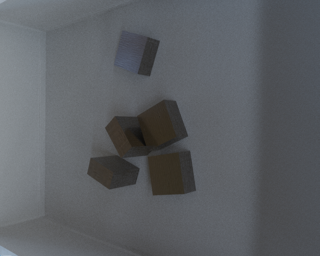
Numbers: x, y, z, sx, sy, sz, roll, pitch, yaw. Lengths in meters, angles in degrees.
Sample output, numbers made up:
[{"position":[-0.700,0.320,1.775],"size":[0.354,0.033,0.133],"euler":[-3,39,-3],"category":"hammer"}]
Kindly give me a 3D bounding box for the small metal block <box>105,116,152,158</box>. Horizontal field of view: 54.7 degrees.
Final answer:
[{"position":[-0.038,0.012,0.420],"size":[0.025,0.050,0.050],"euler":[-46,63,30],"category":"small metal block"}]

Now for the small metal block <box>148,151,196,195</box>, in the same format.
[{"position":[0.015,0.058,0.393],"size":[0.050,0.025,0.050],"euler":[-13,82,39],"category":"small metal block"}]

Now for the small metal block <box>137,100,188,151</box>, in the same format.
[{"position":[0.003,-0.003,0.403],"size":[0.050,0.025,0.050],"euler":[-29,72,36],"category":"small metal block"}]

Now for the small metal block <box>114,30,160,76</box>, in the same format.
[{"position":[-0.033,-0.104,0.432],"size":[0.050,0.025,0.050],"euler":[27,107,36],"category":"small metal block"}]

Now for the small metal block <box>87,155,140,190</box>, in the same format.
[{"position":[-0.067,0.062,0.443],"size":[0.050,0.050,0.025],"euler":[24,105,37],"category":"small metal block"}]
